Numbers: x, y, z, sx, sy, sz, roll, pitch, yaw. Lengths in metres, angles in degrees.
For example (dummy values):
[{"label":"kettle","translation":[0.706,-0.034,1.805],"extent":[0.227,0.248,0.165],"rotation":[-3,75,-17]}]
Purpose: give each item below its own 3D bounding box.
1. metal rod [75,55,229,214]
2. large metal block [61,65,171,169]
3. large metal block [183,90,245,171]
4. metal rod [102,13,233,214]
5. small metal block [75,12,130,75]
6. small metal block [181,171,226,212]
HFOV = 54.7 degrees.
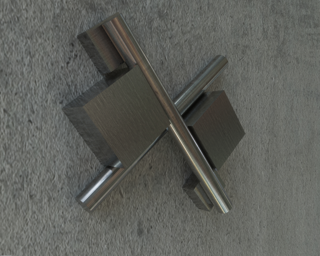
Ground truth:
[{"label":"metal rod","translation":[0.007,-0.010,0.412],"extent":[0.301,0.025,0.025],"rotation":[-46,118,-30]},{"label":"large metal block","translation":[-0.046,-0.013,0.349],"extent":[0.080,0.050,0.080],"rotation":[-45,117,-31]},{"label":"large metal block","translation":[0.069,0.003,0.447],"extent":[0.080,0.050,0.080],"rotation":[-47,118,-30]},{"label":"metal rod","translation":[0.021,0.000,0.390],"extent":[0.025,0.025,0.299],"rotation":[-47,118,-30]},{"label":"small metal block","translation":[-0.059,-0.097,0.357],"extent":[0.050,0.025,0.050],"rotation":[-45,117,-31]},{"label":"small metal block","translation":[0.066,0.087,0.462],"extent":[0.050,0.025,0.050],"rotation":[-51,120,-28]}]
